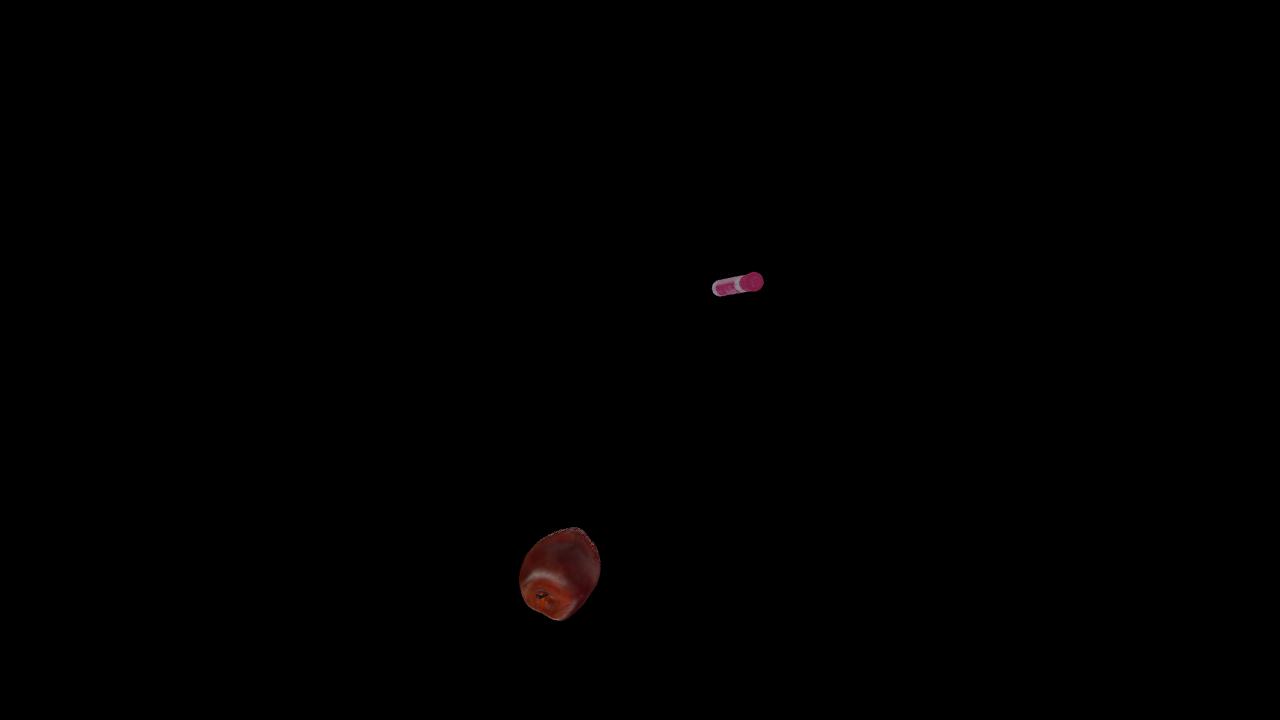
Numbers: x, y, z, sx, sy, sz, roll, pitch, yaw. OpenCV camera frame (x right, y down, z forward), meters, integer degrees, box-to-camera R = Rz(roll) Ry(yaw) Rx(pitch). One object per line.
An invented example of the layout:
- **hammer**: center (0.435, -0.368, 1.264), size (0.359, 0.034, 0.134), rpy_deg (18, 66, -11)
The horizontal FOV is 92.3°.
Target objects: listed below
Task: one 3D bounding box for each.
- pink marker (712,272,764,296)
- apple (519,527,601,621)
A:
- **pink marker**: center (0.101, -0.078, 0.643), size (0.020, 0.020, 0.121), rpy_deg (0, 4, -9)
- **apple**: center (-0.078, 0.207, 0.606), size (0.079, 0.079, 0.093), rpy_deg (0, 19, 19)
